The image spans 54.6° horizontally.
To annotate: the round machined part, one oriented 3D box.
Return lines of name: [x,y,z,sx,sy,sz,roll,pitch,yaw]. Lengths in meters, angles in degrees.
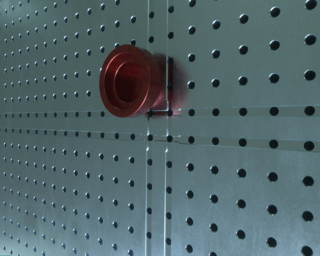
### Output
round machined part: [-0.036,-0.063,0.430,0.098,0.042,0.097,0,90,40]
